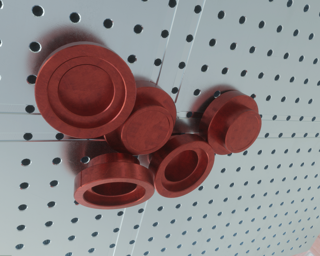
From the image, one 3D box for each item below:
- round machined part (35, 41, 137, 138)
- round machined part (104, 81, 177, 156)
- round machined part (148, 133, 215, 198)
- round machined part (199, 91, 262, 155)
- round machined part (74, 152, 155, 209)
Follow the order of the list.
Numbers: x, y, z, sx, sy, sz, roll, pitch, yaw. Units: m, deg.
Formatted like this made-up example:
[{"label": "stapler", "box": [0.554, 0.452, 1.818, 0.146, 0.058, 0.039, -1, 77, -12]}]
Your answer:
[{"label": "round machined part", "box": [-0.077, -0.042, 0.326, 0.099, 0.042, 0.097, -7, 115, -15]}, {"label": "round machined part", "box": [-0.022, -0.006, 0.386, 0.099, 0.042, 0.097, -14, 124, -21]}, {"label": "round machined part", "box": [0.026, 0.049, 0.444, 0.099, 0.042, 0.097, -17, 128, -23]}, {"label": "round machined part", "box": [0.109, -0.002, 0.455, 0.099, 0.042, 0.097, -16, 123, -26]}, {"label": "round machined part", "box": [-0.058, 0.066, 0.393, 0.099, 0.042, 0.098, -6, 146, -4]}]
